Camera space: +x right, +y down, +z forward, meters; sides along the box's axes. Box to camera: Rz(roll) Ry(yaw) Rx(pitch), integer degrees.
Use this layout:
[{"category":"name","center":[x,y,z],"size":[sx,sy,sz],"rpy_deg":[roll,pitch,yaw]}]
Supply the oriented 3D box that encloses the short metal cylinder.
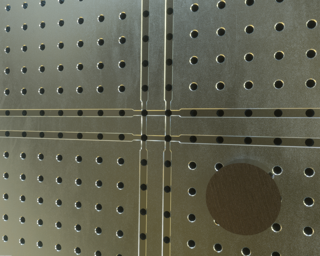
[{"category":"short metal cylinder","center":[0.099,0.078,0.364],"size":[0.080,0.050,0.079],"rpy_deg":[0,90,19]}]
